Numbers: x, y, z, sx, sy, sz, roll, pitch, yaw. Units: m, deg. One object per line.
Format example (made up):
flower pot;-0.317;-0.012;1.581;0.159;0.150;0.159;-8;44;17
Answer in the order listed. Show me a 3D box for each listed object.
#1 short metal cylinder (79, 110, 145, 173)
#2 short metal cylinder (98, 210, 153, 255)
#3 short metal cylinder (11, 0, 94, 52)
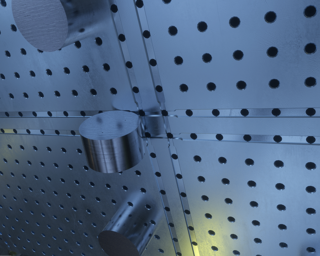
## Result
short metal cylinder;-0.063;0.016;0.417;0.080;0.080;0.050;8;122;24
short metal cylinder;-0.060;0.191;0.543;0.080;0.050;0.079;13;124;20
short metal cylinder;-0.129;-0.139;0.375;0.080;0.050;0.079;13;124;20
